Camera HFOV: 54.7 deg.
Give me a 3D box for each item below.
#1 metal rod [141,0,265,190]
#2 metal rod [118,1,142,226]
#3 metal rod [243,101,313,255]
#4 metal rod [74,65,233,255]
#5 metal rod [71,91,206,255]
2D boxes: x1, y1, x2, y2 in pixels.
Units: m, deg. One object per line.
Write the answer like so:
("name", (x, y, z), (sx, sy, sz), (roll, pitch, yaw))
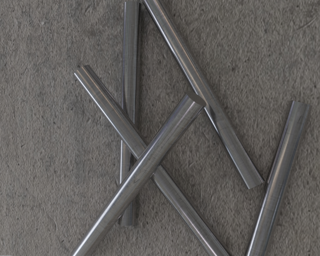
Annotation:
("metal rod", (0.045, -0.063, 0.392), (0.025, 0.025, 0.299), (-30, 80, 17))
("metal rod", (-0.041, -0.019, 0.423), (0.025, 0.025, 0.298), (2, 91, 20))
("metal rod", (0.123, 0.116, 0.365), (0.025, 0.025, 0.298), (16, 95, 19))
("metal rod", (-0.011, 0.044, 0.393), (0.025, 0.025, 0.299), (-39, 85, 16))
("metal rod", (-0.040, 0.078, 0.386), (0.025, 0.025, 0.298), (43, 117, 15))
